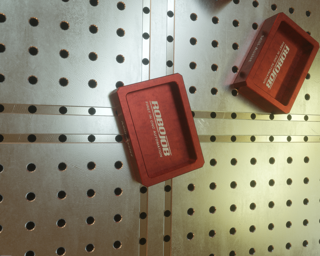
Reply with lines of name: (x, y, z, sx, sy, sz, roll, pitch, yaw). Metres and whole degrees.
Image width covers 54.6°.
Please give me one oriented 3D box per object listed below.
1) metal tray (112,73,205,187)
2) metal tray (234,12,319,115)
metal tray: (-0.001, 0.001, 0.409, 0.091, 0.030, 0.129, -17, 96, -19)
metal tray: (0.181, -0.097, 0.475, 0.090, 0.030, 0.130, 31, 80, -17)
